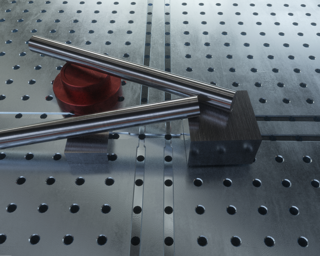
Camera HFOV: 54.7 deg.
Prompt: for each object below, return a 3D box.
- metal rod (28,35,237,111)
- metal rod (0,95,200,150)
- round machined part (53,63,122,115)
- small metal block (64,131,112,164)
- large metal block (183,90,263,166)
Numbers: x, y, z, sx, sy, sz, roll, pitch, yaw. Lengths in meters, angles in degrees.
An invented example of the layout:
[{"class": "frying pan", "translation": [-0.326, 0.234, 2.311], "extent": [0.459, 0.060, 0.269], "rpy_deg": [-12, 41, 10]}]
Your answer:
[{"class": "metal rod", "translation": [-0.049, -0.078, 0.410], "extent": [0.301, 0.025, 0.025], "rpy_deg": [19, 52, 18]}, {"class": "metal rod", "translation": [-0.104, -0.001, 0.372], "extent": [0.302, 0.025, 0.025], "rpy_deg": [-9, 50, 5]}, {"class": "round machined part", "translation": [-0.107, -0.068, 0.452], "extent": [0.099, 0.042, 0.098], "rpy_deg": [0, 50, 0]}, {"class": "small metal block", "translation": [-0.089, 0.018, 0.392], "extent": [0.050, 0.025, 0.050], "rpy_deg": [0, 50, -1]}, {"class": "large metal block", "translation": [0.073, -0.001, 0.389], "extent": [0.081, 0.050, 0.080], "rpy_deg": [-1, 50, -2]}]
